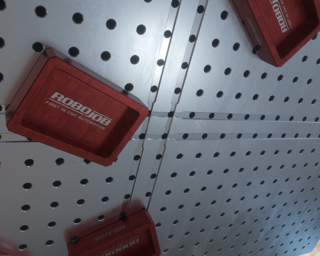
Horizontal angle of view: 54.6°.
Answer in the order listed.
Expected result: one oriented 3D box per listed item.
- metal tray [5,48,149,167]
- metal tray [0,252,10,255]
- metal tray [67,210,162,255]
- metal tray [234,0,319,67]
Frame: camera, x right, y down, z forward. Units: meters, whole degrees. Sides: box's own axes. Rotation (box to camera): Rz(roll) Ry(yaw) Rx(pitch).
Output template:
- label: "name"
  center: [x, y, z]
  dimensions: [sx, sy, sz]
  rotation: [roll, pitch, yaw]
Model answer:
- label: "metal tray"
  center: [-0.088, -0.017, 0.348]
  dimensions: [0.131, 0.030, 0.090]
  rotation: [28, 103, -38]
- label: "metal tray"
  center: [-0.243, 0.198, 0.398]
  dimensions: [0.090, 0.030, 0.130]
  rotation: [-41, 129, -1]
- label: "metal tray"
  center: [-0.068, 0.193, 0.489]
  dimensions: [0.131, 0.030, 0.090]
  rotation: [-21, 127, -16]
- label: "metal tray"
  center: [0.154, -0.153, 0.396]
  dimensions: [0.090, 0.030, 0.130]
  rotation: [-43, 129, 2]
